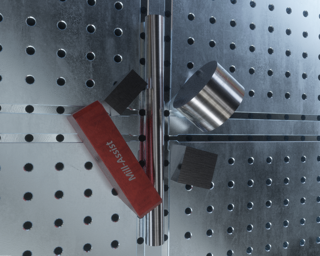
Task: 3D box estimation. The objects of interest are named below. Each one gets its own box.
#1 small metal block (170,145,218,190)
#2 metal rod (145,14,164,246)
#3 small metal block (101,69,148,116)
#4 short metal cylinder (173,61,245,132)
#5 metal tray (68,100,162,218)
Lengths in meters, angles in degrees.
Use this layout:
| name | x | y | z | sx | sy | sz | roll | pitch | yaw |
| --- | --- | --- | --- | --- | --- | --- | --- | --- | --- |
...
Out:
| name | x | y | z | sx | sy | sz | roll | pitch | yaw |
| --- | --- | --- | --- | --- | --- | --- | --- | --- | --- |
| small metal block | 0.048 | 0.054 | 0.432 | 0.050 | 0.025 | 0.050 | 16 | 85 | -20 |
| metal rod | -0.007 | 0.003 | 0.410 | 0.025 | 0.025 | 0.298 | 0 | 90 | -20 |
| small metal block | -0.047 | -0.042 | 0.382 | 0.025 | 0.050 | 0.050 | 43 | 76 | -15 |
| short metal cylinder | 0.063 | -0.042 | 0.408 | 0.050 | 0.080 | 0.080 | 40 | 77 | -16 |
| metal tray | -0.055 | 0.034 | 0.358 | 0.030 | 0.090 | 0.130 | -34 | 102 | -17 |
